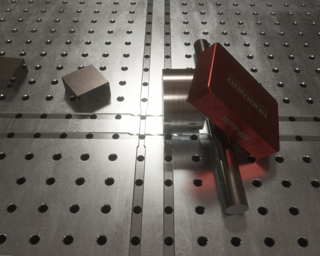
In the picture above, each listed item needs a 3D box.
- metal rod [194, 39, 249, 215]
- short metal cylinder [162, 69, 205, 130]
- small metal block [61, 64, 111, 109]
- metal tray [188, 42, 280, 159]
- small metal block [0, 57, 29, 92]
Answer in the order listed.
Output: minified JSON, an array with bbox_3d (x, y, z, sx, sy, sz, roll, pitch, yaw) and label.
[{"bbox_3d":[0.077,-0.027,0.430,0.025,0.025,0.300,-2,50,-2],"label":"metal rod"},{"bbox_3d":[0.029,-0.037,0.403,0.050,0.080,0.080,-1,50,-1],"label":"short metal cylinder"},{"bbox_3d":[-0.109,-0.063,0.459,0.050,0.025,0.050,-30,57,-23],"label":"small metal block"},{"bbox_3d":[0.096,-0.032,0.382,0.130,0.030,0.090,37,47,-24],"label":"metal tray"},{"bbox_3d":[-0.240,-0.083,0.475,0.050,0.025,0.050,6,50,4],"label":"small metal block"}]
